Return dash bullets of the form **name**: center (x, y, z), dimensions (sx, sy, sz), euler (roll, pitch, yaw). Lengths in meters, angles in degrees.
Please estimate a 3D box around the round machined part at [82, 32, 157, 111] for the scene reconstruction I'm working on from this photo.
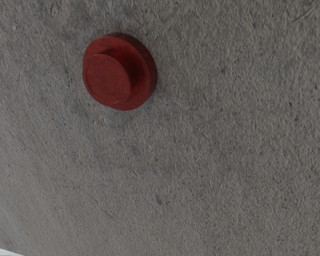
- **round machined part**: center (-0.056, -0.065, 0.386), dimensions (0.098, 0.042, 0.097), euler (13, 124, 21)
